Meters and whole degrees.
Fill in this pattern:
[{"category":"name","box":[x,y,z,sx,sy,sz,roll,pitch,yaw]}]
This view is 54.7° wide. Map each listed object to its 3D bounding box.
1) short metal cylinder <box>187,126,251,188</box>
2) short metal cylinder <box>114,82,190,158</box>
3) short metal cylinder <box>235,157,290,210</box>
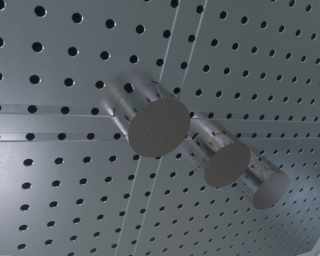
[{"category":"short metal cylinder","box":[0.089,0.043,0.470,0.081,0.050,0.079,-14,124,-21]},{"category":"short metal cylinder","box":[-0.010,-0.010,0.383,0.081,0.050,0.079,-14,124,-21]},{"category":"short metal cylinder","box":[0.183,0.099,0.556,0.081,0.050,0.079,-14,124,-21]}]
